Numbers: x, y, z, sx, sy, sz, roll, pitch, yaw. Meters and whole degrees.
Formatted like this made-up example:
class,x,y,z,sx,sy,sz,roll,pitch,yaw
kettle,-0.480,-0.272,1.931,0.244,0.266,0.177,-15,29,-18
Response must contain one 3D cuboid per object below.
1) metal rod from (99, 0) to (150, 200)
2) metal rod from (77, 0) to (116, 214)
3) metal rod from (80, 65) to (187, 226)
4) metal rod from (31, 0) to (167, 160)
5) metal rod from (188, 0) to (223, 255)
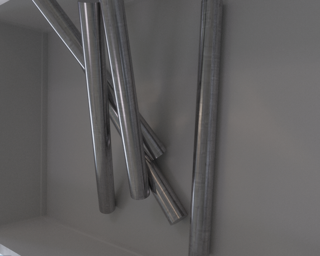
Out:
class,x,y,z,sx,sy,sz,roll,pitch,yaw
metal rod,-0.041,-0.052,0.347,0.025,0.025,0.298,12,117,39
metal rod,-0.077,-0.005,0.400,0.025,0.025,0.298,28,129,36
metal rod,-0.050,0.000,0.448,0.025,0.025,0.299,-47,62,30
metal rod,-0.090,-0.085,0.397,0.025,0.025,0.299,-33,97,35
metal rod,0.053,0.004,0.362,0.025,0.025,0.298,5,93,40
